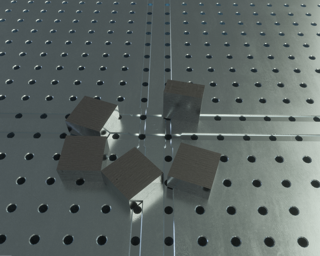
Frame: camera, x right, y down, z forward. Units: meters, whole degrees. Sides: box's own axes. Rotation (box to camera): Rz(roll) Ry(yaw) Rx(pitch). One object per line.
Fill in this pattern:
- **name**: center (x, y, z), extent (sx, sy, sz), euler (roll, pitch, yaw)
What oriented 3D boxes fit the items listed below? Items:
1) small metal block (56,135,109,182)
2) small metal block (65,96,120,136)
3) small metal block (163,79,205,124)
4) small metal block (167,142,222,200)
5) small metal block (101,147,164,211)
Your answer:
- **small metal block**: center (-0.092, 0.037, 0.376), extent (0.050, 0.025, 0.050), euler (1, 50, 1)
- **small metal block**: center (-0.089, -0.012, 0.417), extent (0.050, 0.025, 0.050), euler (17, 52, 13)
- **small metal block**: center (0.032, -0.035, 0.422), extent (0.050, 0.050, 0.025), euler (10, 51, 8)
- **small metal block**: center (0.041, 0.050, 0.366), extent (0.050, 0.025, 0.050), euler (16, 52, 12)
- **small metal block**: center (-0.032, 0.057, 0.359), extent (0.050, 0.025, 0.050), euler (-35, 59, -26)
